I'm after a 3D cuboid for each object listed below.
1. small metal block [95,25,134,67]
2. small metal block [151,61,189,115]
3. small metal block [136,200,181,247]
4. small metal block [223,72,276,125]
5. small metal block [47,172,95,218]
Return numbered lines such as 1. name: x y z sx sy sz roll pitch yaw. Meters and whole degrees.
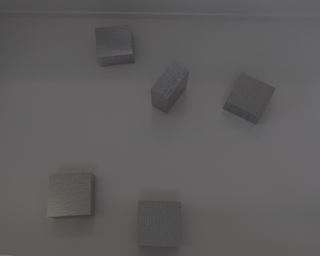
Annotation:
1. small metal block: -0.066 -0.120 0.453 0.050 0.025 0.050 -7 70 -3
2. small metal block: 0.013 -0.053 0.416 0.025 0.050 0.050 33 73 11
3. small metal block: -0.001 0.114 0.368 0.050 0.025 0.050 2 70 0
4. small metal block: 0.122 -0.040 0.425 0.050 0.025 0.050 28 72 9
5. small metal block: -0.107 0.082 0.379 0.050 0.025 0.050 -3 70 -1
